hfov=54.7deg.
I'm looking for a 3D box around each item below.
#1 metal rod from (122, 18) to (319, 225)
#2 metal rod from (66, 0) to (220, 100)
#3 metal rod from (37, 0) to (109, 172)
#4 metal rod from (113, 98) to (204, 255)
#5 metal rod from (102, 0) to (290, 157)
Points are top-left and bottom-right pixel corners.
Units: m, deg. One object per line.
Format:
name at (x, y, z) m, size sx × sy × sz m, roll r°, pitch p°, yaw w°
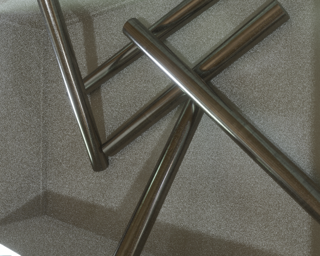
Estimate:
metal rod at (0.059, -0.023, 0.332) m, size 0.300 × 0.025 × 0.025 m, roll 47°, pitch 118°, yaw 21°
metal rod at (-0.041, -0.107, 0.440) m, size 0.299 × 0.025 × 0.025 m, roll -26°, pitch 74°, yaw 37°
metal rod at (-0.120, -0.070, 0.424) m, size 0.025 × 0.025 × 0.298 m, roll 11°, pitch 123°, yaw 39°
metal rod at (-0.016, 0.094, 0.327) m, size 0.025 × 0.025 × 0.300 m, roll 12°, pitch 68°, yaw 39°
metal rod at (0.022, -0.043, 0.388) m, size 0.299 × 0.025 × 0.025 m, roll -37°, pitch 67°, yaw 33°
